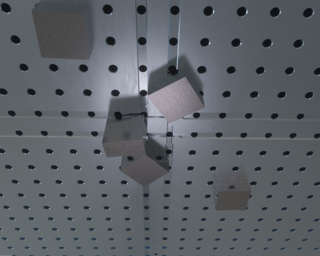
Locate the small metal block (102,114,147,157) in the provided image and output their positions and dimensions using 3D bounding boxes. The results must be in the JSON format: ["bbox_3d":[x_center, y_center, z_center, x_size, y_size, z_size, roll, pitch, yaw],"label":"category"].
[{"bbox_3d":[-0.044,0.010,0.403,0.050,0.050,0.025,-5,130,4],"label":"small metal block"}]

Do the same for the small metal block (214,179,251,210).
[{"bbox_3d":[0.116,0.109,0.505,0.050,0.025,0.050,-1,130,0],"label":"small metal block"}]

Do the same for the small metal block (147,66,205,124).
[{"bbox_3d":[0.020,-0.039,0.378,0.050,0.025,0.050,-25,126,19],"label":"small metal block"}]

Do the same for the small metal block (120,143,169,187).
[{"bbox_3d":[-0.022,0.055,0.458,0.050,0.025,0.050,-35,122,26],"label":"small metal block"}]

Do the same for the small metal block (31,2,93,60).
[{"bbox_3d":[-0.100,-0.101,0.325,0.050,0.025,0.050,2,130,-2],"label":"small metal block"}]
